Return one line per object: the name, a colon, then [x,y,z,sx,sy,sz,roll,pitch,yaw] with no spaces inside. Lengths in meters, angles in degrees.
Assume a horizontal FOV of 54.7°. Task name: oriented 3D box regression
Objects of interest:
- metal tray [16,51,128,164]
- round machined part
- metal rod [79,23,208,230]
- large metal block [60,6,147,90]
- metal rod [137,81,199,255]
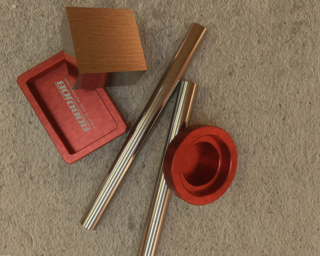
metal tray: [-0.111,-0.030,0.405,0.090,0.030,0.130,-31,90,-1]
round machined part: [0.046,0.043,0.389,0.099,0.042,0.097,-5,99,-29]
metal rod: [-0.021,-0.002,0.409,0.025,0.025,0.299,30,90,-1]
large metal block: [-0.070,-0.095,0.375,0.081,0.050,0.080,-9,80,-27]
metal rod: [0.003,0.086,0.410,0.025,0.025,0.298,14,90,-1]
